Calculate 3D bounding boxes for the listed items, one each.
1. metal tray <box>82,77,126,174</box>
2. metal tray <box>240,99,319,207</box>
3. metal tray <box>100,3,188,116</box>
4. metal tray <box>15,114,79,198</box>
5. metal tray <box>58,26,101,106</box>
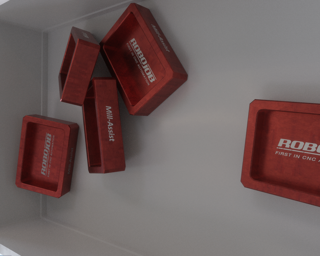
[{"bbox_3d":[-0.085,0.000,0.451,0.090,0.030,0.129,-17,79,63],"label":"metal tray"},{"bbox_3d":[0.145,0.023,0.283,0.130,0.030,0.089,9,96,39],"label":"metal tray"},{"bbox_3d":[-0.028,-0.093,0.426,0.090,0.030,0.130,-41,66,32],"label":"metal tray"},{"bbox_3d":[-0.198,0.048,0.541,0.090,0.030,0.129,12,99,11],"label":"metal tray"},{"bbox_3d":[-0.126,-0.098,0.470,0.089,0.030,0.130,-68,26,17],"label":"metal tray"}]
